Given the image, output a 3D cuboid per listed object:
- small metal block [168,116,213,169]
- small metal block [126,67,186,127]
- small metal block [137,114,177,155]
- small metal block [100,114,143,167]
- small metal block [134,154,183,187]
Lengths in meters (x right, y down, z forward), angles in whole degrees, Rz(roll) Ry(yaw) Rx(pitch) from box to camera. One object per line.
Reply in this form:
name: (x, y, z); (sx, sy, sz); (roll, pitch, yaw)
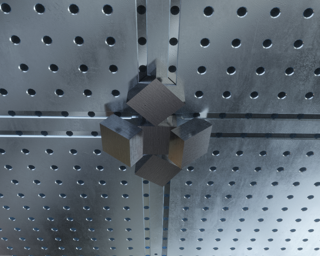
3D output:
small metal block: (0.039, 0.019, 0.410); (0.050, 0.025, 0.050); (-27, 139, -31)
small metal block: (-0.005, -0.037, 0.380); (0.050, 0.025, 0.050); (-37, 121, 26)
small metal block: (-0.004, 0.009, 0.418); (0.050, 0.025, 0.050); (1, 129, -1)
small metal block: (-0.050, 0.016, 0.408); (0.050, 0.025, 0.050); (27, 137, 25)
small metal block: (-0.002, 0.055, 0.457); (0.050, 0.025, 0.050); (28, 125, -20)
